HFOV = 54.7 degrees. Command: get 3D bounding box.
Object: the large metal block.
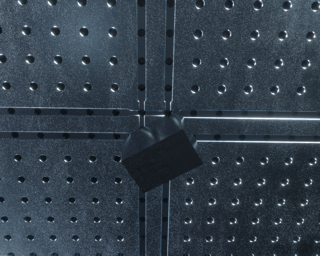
[{"bbox_3d":[0.003,0.026,0.394,0.080,0.080,0.050,-28,108,9],"label":"large metal block"}]
